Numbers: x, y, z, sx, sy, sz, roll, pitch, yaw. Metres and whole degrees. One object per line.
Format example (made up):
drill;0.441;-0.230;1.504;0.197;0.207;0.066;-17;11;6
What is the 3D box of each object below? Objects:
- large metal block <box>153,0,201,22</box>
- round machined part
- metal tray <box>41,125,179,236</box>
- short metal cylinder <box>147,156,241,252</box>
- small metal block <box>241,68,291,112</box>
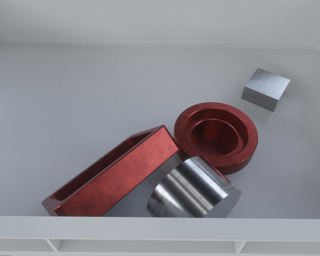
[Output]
large metal block;0.033;-0.265;0.595;0.080;0.080;0.050;32;57;23
round machined part;0.066;0.017;0.381;0.099;0.042;0.098;0;50;0
metal tray;-0.052;0.049;0.321;0.131;0.090;0.030;-38;100;-28
short metal cylinder;0.034;0.074;0.307;0.081;0.080;0.050;-33;58;-25
small metal block;0.155;-0.057;0.455;0.050;0.025;0.050;27;55;20
